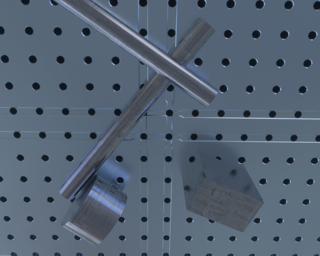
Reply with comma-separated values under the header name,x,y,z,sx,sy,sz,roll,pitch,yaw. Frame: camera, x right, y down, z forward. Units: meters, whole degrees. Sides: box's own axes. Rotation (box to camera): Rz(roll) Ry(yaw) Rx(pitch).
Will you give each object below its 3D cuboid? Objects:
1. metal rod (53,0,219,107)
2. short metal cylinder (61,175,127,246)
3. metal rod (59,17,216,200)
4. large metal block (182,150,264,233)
name,x,y,z,sx,sy,sz,roll,pitch,yaw
metal rod,-0.062,-0.119,0.351,0.301,0.025,0.025,34,107,-6
short metal cylinder,-0.089,0.111,0.424,0.050,0.080,0.080,37,106,-13
metal rod,-0.038,-0.015,0.407,0.025,0.025,0.299,38,106,-13
large metal block,0.080,0.081,0.415,0.080,0.080,0.050,24,108,-9
